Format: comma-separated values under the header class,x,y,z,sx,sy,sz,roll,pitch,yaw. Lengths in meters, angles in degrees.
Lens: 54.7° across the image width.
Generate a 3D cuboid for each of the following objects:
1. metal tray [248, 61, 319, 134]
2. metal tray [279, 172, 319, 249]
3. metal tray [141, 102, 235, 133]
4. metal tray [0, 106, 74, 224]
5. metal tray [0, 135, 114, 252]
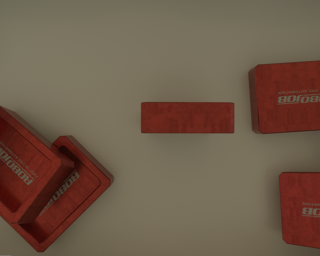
class,x,y,z,sx,sy,sz,roll,pitch,yaw
metal tray,0.189,-0.041,0.411,0.131,0.030,0.089,-4,90,-1
metal tray,0.214,0.098,0.368,0.130,0.030,0.089,-6,81,40
metal tray,0.027,-0.010,0.359,0.091,0.130,0.030,0,90,0
metal tray,-0.181,0.042,0.380,0.130,0.030,0.090,35,86,21
metal tray,-0.138,0.084,0.407,0.090,0.030,0.130,45,90,-1
